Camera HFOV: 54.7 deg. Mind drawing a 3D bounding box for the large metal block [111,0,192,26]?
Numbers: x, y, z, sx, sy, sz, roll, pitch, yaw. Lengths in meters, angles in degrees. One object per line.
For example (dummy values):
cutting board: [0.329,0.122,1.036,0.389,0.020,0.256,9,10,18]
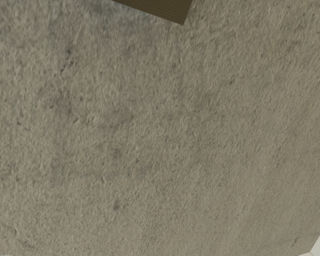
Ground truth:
large metal block: [-0.008,-0.153,0.293,0.081,0.050,0.079,7,115,-32]
